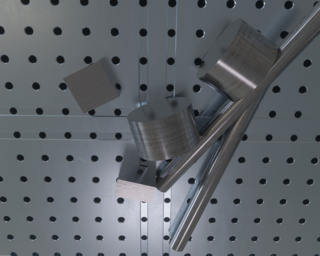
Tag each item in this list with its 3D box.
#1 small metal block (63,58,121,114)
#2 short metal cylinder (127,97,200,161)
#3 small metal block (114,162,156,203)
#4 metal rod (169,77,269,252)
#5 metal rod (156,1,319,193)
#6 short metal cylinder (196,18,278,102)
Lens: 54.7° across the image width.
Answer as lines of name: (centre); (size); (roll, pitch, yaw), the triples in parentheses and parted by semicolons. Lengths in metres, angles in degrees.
small metal block: (-0.085, -0.054, 0.393); (0.050, 0.025, 0.050); (-24, 109, 8)
short metal cylinder: (0.005, -0.001, 0.384); (0.080, 0.080, 0.050); (-14, 110, 5)
small metal block: (-0.033, 0.074, 0.427); (0.050, 0.050, 0.025); (14, 110, -5)
metal rod: (0.081, 0.052, 0.433); (0.025, 0.025, 0.298); (20, 109, -8)
metal rod: (0.090, -0.022, 0.386); (0.025, 0.025, 0.299); (35, 113, -12)
short metal cylinder: (0.086, -0.077, 0.356); (0.050, 0.080, 0.080); (33, 107, -11)
